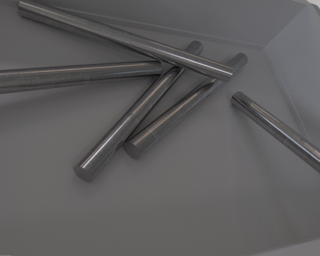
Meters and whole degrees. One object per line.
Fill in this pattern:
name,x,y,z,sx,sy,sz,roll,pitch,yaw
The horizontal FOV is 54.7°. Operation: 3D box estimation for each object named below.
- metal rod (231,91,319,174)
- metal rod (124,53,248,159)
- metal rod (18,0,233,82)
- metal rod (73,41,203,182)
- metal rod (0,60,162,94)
metal rod,0.197,0.034,0.404,0.025,0.025,0.300,-6,37,-31
metal rod,0.057,-0.048,0.465,0.025,0.025,0.302,47,51,4
metal rod,-0.039,-0.120,0.435,0.302,0.025,0.025,16,55,-11
metal rod,-0.011,-0.043,0.425,0.025,0.025,0.301,39,51,-2
metal rod,-0.119,-0.059,0.361,0.302,0.025,0.025,-14,69,-39
